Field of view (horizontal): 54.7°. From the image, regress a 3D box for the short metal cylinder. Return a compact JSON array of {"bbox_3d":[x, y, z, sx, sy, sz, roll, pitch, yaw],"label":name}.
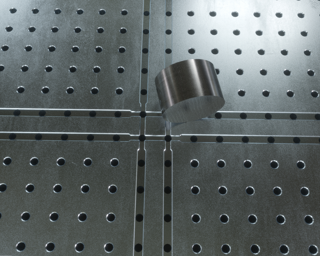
[{"bbox_3d":[0.038,-0.045,0.400,0.081,0.080,0.050,-11,71,-4],"label":"short metal cylinder"}]
